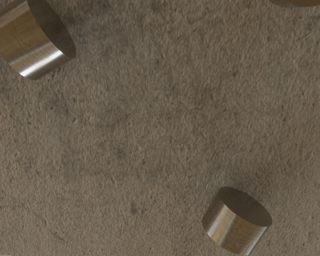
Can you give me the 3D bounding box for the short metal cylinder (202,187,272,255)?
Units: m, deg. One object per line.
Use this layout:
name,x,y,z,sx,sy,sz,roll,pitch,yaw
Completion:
short metal cylinder,0.105,0.127,0.429,0.080,0.080,0.050,23,108,-9

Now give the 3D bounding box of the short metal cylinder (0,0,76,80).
short metal cylinder,-0.138,-0.100,0.342,0.050,0.080,0.080,-28,108,9

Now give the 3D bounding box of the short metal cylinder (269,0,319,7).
short metal cylinder,0.154,-0.173,0.335,0.081,0.050,0.079,0,110,-1
